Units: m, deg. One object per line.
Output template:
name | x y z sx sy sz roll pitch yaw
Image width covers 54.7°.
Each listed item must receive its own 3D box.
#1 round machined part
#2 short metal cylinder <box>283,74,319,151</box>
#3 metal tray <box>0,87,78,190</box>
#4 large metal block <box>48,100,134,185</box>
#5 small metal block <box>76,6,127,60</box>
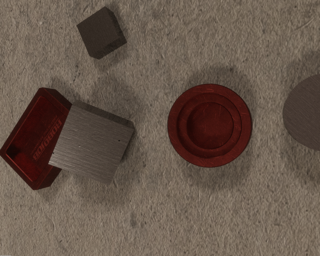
round machined part | 0.062 -0.003 0.378 0.098 0.042 0.097 0 90 19
short metal cylinder | 0.176 -0.016 0.334 0.080 0.050 0.079 0 90 19
metal tray | -0.173 0.016 0.465 0.090 0.030 0.130 40 102 15
large metal block | -0.088 0.018 0.408 0.080 0.050 0.080 22 99 -12
small metal block | -0.082 -0.133 0.437 0.050 0.025 0.050 -26 82 17
